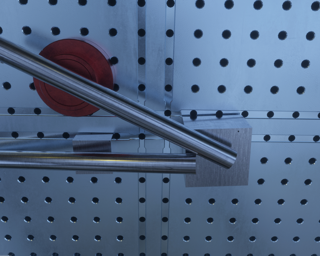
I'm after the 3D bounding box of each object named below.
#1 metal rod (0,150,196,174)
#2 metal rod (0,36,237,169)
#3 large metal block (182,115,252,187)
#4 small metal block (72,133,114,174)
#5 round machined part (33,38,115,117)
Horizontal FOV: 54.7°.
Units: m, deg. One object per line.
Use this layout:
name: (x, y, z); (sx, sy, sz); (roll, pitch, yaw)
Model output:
metal rod: (-0.105, 0.043, 0.398); (0.301, 0.025, 0.025); (0, 111, 10)
metal rod: (-0.050, -0.027, 0.351); (0.301, 0.025, 0.025); (26, 108, -7)
large metal block: (0.072, 0.029, 0.409); (0.081, 0.050, 0.079); (-2, 110, 0)
small metal block: (-0.090, 0.035, 0.426); (0.050, 0.025, 0.050); (0, 110, -1)
round machined part: (-0.107, -0.059, 0.381); (0.099, 0.042, 0.097); (0, 110, -1)
